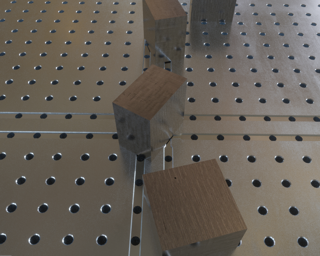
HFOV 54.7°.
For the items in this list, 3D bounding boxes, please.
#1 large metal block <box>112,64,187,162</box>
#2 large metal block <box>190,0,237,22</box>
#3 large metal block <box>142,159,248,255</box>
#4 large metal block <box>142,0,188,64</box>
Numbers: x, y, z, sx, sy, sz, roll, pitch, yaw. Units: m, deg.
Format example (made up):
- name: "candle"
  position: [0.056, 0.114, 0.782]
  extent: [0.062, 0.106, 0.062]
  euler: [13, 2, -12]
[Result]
- name: "large metal block"
  position: [-0.010, -0.018, 0.387]
  extent: [0.050, 0.080, 0.080]
  euler: [26, 55, 20]
- name: "large metal block"
  position: [0.100, -0.250, 0.584]
  extent: [0.081, 0.080, 0.050]
  euler: [1, 50, 1]
- name: "large metal block"
  position: [0.031, 0.086, 0.320]
  extent: [0.081, 0.050, 0.080]
  euler: [-11, 51, -10]
- name: "large metal block"
  position: [0.006, -0.167, 0.512]
  extent: [0.050, 0.080, 0.080]
  euler: [-12, 51, -10]
